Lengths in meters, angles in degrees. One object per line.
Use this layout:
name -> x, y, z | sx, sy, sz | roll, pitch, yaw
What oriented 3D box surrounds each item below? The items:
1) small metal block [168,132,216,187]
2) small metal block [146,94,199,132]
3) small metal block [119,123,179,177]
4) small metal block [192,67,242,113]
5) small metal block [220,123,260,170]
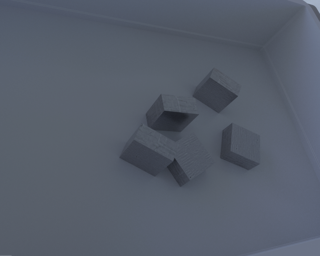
small metal block -> 0.035, 0.040, 0.402 | 0.050, 0.025, 0.050 | -26, 76, -37
small metal block -> 0.015, -0.019, 0.411 | 0.050, 0.050, 0.025 | 4, 60, -26
small metal block -> -0.014, 0.027, 0.367 | 0.050, 0.050, 0.025 | 30, 52, -10
small metal block -> 0.086, -0.056, 0.473 | 0.050, 0.050, 0.025 | 32, 51, -8
small metal block -> 0.119, 0.027, 0.455 | 0.050, 0.025, 0.050 | 24, 53, -14
